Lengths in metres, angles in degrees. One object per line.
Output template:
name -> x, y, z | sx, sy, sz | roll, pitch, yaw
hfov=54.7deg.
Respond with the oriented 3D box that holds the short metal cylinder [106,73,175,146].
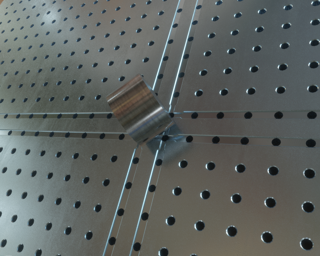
short metal cylinder -> -0.024, -0.023, 0.397 | 0.050, 0.080, 0.080 | -35, 52, 5
